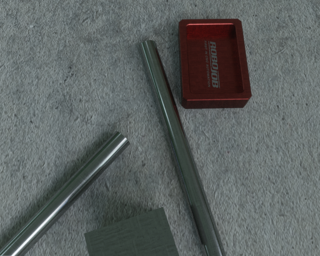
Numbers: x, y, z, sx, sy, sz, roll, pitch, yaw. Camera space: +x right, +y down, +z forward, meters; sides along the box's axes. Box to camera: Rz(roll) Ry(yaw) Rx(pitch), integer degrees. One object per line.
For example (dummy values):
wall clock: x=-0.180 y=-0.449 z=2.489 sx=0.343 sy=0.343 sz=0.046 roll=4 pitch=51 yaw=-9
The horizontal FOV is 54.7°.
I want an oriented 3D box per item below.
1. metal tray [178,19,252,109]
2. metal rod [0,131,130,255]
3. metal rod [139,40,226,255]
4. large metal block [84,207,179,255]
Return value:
metal tray: x=0.074 y=-0.093 z=0.440 sx=0.091 sy=0.030 sz=0.130 roll=-1 pitch=70 yaw=-1
metal rod: x=-0.147 y=0.118 z=0.362 sx=0.025 sy=0.025 sz=0.301 roll=39 pitch=74 yaw=13
metal rod: x=0.023 y=0.015 z=0.402 sx=0.025 sy=0.025 sz=0.299 roll=-15 pitch=71 yaw=-6
large metal block: x=-0.027 y=0.126 z=0.333 sx=0.081 sy=0.080 sz=0.050 roll=-17 pitch=71 yaw=-7
